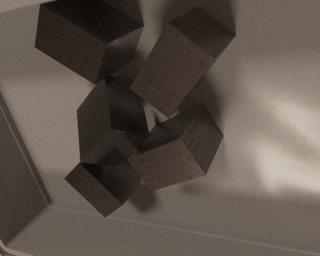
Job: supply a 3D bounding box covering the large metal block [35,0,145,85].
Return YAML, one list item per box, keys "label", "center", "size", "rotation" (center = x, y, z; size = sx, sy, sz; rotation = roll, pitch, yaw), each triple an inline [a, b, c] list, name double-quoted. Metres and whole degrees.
- label: "large metal block"
  center: [-0.077, -0.103, 0.348]
  size: [0.080, 0.080, 0.050]
  rotation: [32, 128, 7]

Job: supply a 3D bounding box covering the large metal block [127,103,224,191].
- label: "large metal block"
  center: [0.021, 0.023, 0.374]
  size: [0.080, 0.080, 0.050]
  rotation: [-24, 107, 36]

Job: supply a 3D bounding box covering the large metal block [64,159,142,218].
- label: "large metal block"
  center: [-0.075, 0.067, 0.453]
  size: [0.080, 0.080, 0.050]
  rotation: [45, 129, -4]

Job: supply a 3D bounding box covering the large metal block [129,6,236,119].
- label: "large metal block"
  center: [0.024, -0.068, 0.317]
  size: [0.050, 0.080, 0.080]
  rotation: [39, 129, 2]

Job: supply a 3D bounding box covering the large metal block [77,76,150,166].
- label: "large metal block"
  center: [-0.063, -0.007, 0.392]
  size: [0.050, 0.080, 0.080]
  rotation: [13, 141, -36]
